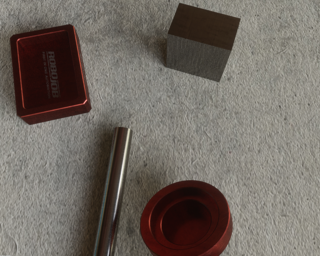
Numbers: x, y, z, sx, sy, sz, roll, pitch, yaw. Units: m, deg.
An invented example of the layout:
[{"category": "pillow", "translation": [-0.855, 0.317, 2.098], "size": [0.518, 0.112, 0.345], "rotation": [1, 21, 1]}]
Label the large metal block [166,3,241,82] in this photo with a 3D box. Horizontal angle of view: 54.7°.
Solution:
[{"category": "large metal block", "translation": [0.055, -0.113, 0.421], "size": [0.080, 0.080, 0.050], "rotation": [17, 71, 6]}]

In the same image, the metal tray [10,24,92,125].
[{"category": "metal tray", "translation": [-0.153, -0.076, 0.432], "size": [0.091, 0.030, 0.130], "rotation": [-13, 71, -5]}]

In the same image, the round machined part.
[{"category": "round machined part", "translation": [0.031, 0.109, 0.344], "size": [0.098, 0.042, 0.098], "rotation": [-13, 38, 11]}]

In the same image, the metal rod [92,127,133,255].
[{"category": "metal rod", "translation": [-0.064, 0.143, 0.355], "size": [0.025, 0.025, 0.299], "rotation": [6, 70, 2]}]
